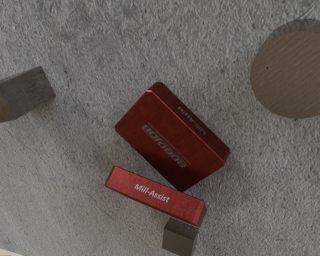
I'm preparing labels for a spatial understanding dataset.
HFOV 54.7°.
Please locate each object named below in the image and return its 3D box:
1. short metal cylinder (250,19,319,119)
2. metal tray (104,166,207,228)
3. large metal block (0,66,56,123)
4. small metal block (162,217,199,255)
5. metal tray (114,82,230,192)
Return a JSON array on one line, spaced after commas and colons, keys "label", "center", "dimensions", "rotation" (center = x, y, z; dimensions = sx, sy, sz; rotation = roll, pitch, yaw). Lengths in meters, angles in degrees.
[{"label": "short metal cylinder", "center": [0.130, -0.055, 0.288], "dimensions": [0.080, 0.050, 0.079], "rotation": [13, 124, 21]}, {"label": "metal tray", "center": [-0.002, 0.098, 0.433], "dimensions": [0.130, 0.030, 0.090], "rotation": [19, 164, 17]}, {"label": "large metal block", "center": [-0.219, -0.047, 0.457], "dimensions": [0.080, 0.080, 0.050], "rotation": [-8, 115, 31]}, {"label": "small metal block", "center": [0.033, 0.179, 0.500], "dimensions": [0.050, 0.025, 0.050], "rotation": [16, 125, 19]}, {"label": "metal tray", "center": [0.014, 0.015, 0.406], "dimensions": [0.130, 0.030, 0.090], "rotation": [44, 129, -3]}]
